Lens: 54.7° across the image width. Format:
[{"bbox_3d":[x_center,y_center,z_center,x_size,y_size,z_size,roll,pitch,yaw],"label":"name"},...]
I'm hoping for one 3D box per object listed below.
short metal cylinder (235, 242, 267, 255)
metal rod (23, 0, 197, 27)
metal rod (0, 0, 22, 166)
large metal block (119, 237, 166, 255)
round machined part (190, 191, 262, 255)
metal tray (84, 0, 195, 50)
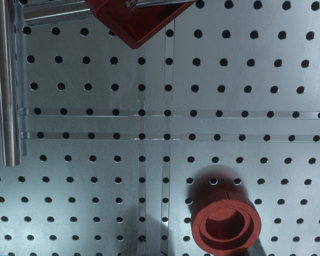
[{"bbox_3d":[0.130,0.219,0.473,0.081,0.050,0.079,-4,123,-6],"label":"short metal cylinder"},{"bbox_3d":[-0.005,-0.146,0.338,0.301,0.025,0.025,-6,110,10],"label":"metal rod"},{"bbox_3d":[-0.187,-0.092,0.376,0.025,0.025,0.298,6,110,-3],"label":"metal rod"},{"bbox_3d":[-0.020,0.228,0.468,0.080,0.080,0.050,39,105,-13],"label":"large metal block"},{"bbox_3d":[0.094,0.135,0.456,0.099,0.042,0.097,0,110,-1],"label":"round machined part"},{"bbox_3d":[-0.003,-0.149,0.324,0.130,0.090,0.030,-36,69,12],"label":"metal tray"}]
